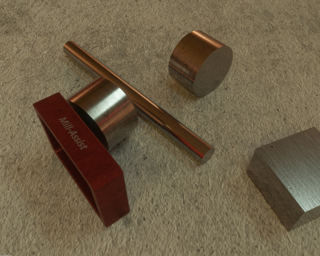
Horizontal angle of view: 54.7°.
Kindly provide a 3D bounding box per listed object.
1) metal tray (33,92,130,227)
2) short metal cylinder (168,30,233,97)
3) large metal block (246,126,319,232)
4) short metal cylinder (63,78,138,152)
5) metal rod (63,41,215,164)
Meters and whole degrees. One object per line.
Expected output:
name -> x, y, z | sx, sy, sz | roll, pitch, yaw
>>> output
metal tray -> -0.084, 0.033, 0.332 | 0.030, 0.089, 0.130 | -31, 57, -23
short metal cylinder -> 0.059, -0.092, 0.445 | 0.080, 0.080, 0.050 | -34, 58, -25
large metal block -> 0.157, 0.054, 0.342 | 0.081, 0.050, 0.080 | -18, 52, -15
short metal cylinder -> -0.073, -0.014, 0.379 | 0.080, 0.080, 0.050 | 32, 57, 24
metal rod -> -0.045, -0.049, 0.444 | 0.025, 0.025, 0.300 | -36, 59, -26
